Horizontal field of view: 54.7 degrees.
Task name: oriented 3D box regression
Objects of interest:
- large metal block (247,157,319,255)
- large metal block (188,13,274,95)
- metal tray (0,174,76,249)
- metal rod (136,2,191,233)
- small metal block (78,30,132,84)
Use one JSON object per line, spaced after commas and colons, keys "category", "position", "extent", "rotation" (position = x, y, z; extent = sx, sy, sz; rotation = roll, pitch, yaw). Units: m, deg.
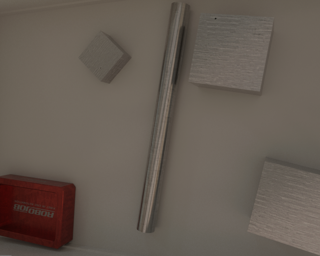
{"category": "large metal block", "position": [0.149, 0.083, 0.345], "extent": [0.080, 0.050, 0.079], "rotation": [14, 95, 19]}
{"category": "large metal block", "position": [0.085, -0.086, 0.367], "extent": [0.080, 0.050, 0.079], "rotation": [11, 94, 19]}
{"category": "metal tray", "position": [-0.196, 0.124, 0.474], "extent": [0.130, 0.030, 0.089], "rotation": [4, 91, 19]}
{"category": "metal rod", "position": [0.004, -0.011, 0.408], "extent": [0.025, 0.025, 0.298], "rotation": [10, 93, 19]}
{"category": "small metal block", "position": [-0.078, -0.099, 0.437], "extent": [0.050, 0.025, 0.050], "rotation": [46, 104, 14]}
